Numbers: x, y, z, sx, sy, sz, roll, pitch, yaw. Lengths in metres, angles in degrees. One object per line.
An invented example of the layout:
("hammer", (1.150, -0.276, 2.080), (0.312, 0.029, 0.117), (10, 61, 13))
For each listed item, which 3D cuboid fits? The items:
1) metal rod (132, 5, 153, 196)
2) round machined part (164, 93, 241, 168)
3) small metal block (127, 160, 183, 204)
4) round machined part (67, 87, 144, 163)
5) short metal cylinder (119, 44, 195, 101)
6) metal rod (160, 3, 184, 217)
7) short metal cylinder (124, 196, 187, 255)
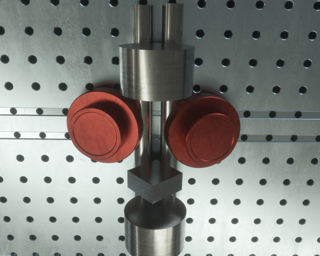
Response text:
("metal rod", (-0.022, -0.003, 0.411), (0.025, 0.025, 0.298), (1, 110, 0))
("round machined part", (0.058, 0.008, 0.393), (0.099, 0.042, 0.097), (-6, 111, -14))
("small metal block", (-0.007, 0.067, 0.400), (0.050, 0.050, 0.025), (-16, 116, -39))
("round machined part", (-0.074, 0.001, 0.391), (0.098, 0.042, 0.097), (5, 111, 13))
("short metal cylinder", (-0.003, -0.064, 0.337), (0.081, 0.080, 0.050), (1, 110, -1))
("metal rod", (0.013, -0.005, 0.411), (0.025, 0.025, 0.298), (1, 110, 0))
("short metal cylinder", (-0.006, 0.128, 0.408), (0.081, 0.080, 0.050), (1, 110, -1))
